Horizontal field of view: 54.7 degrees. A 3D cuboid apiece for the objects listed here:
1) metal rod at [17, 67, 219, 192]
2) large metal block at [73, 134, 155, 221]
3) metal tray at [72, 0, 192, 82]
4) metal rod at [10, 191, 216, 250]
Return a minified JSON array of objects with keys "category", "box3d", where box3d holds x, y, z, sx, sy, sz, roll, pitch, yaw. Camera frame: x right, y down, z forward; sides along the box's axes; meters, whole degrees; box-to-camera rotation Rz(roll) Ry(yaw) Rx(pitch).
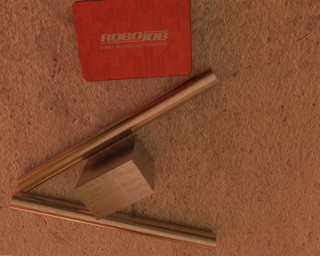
[{"category":"metal rod","box3d":[-0.062,0.006,0.411,0.300,0.025,0.025,-29,108,9]},{"category":"large metal block","box3d":[-0.055,0.061,0.402,0.080,0.080,0.050,-28,108,9]},{"category":"metal tray","box3d":[-0.030,-0.106,0.368,0.131,0.030,0.089,-4,110,1]},{"category":"metal rod","box3d":[-0.064,0.139,0.460,0.302,0.025,0.025,14,110,-6]}]
